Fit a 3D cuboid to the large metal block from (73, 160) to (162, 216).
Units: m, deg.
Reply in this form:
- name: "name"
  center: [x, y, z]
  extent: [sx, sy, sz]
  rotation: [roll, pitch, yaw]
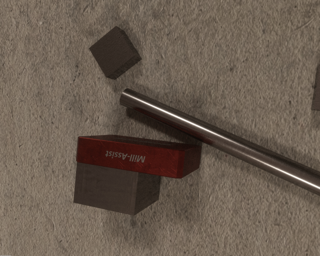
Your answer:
- name: "large metal block"
  center: [-0.051, 0.069, 0.397]
  extent: [0.080, 0.080, 0.050]
  rotation: [6, 92, 19]

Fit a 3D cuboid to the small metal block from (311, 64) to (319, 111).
- name: "small metal block"
  center: [0.198, -0.042, 0.339]
  extent: [0.050, 0.025, 0.050]
  rotation: [7, 92, 19]

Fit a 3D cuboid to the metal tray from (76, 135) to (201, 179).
- name: "metal tray"
  center: [-0.023, 0.031, 0.381]
  extent: [0.130, 0.090, 0.030]
  rotation: [6, 92, 19]

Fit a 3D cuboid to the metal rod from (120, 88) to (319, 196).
- name: "metal rod"
  center: [0.082, 0.018, 0.379]
  extent: [0.301, 0.025, 0.025]
  rotation: [25, 98, 17]

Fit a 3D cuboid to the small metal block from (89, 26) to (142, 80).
- name: "small metal block"
  center: [-0.062, -0.103, 0.430]
  extent: [0.050, 0.025, 0.050]
  rotation: [-34, 79, 16]
